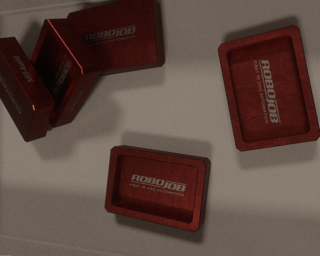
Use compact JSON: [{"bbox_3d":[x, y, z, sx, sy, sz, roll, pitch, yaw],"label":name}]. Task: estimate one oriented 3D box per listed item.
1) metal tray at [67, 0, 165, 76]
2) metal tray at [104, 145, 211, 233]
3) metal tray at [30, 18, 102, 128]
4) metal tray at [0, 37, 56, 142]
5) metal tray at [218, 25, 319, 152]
[{"bbox_3d":[-0.063,-0.123,0.429,0.130,0.030,0.089,-5,88,19],"label":"metal tray"},{"bbox_3d":[-0.005,0.076,0.408,0.130,0.030,0.089,7,92,19],"label":"metal tray"},{"bbox_3d":[-0.138,-0.071,0.424,0.090,0.030,0.129,54,133,11],"label":"metal tray"},{"bbox_3d":[-0.204,-0.055,0.450,0.130,0.030,0.089,54,138,15],"label":"metal tray"},{"bbox_3d":[0.125,-0.043,0.363,0.090,0.030,0.129,-11,86,19],"label":"metal tray"}]
